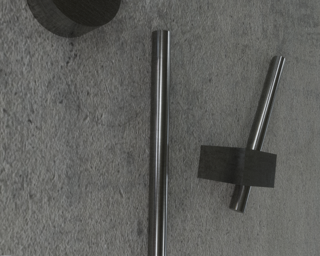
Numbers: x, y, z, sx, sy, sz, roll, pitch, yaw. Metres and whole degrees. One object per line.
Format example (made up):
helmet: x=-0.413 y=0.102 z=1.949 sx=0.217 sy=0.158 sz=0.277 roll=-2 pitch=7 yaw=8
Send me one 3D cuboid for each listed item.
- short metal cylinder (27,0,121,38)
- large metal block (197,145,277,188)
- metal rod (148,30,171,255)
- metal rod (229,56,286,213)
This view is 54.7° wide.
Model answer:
short metal cylinder: x=-0.087 y=-0.138 z=0.315 sx=0.081 sy=0.050 sz=0.079 roll=0 pitch=90 yaw=-40
large metal block: x=0.116 y=0.057 z=0.466 sx=0.081 sy=0.080 sz=0.050 roll=12 pitch=82 yaw=-40
metal rod: x=-0.001 y=0.025 z=0.403 sx=0.025 sy=0.025 sz=0.298 roll=2 pitch=89 yaw=-40
metal rod: x=0.178 y=0.003 z=0.553 sx=0.025 sy=0.025 sz=0.299 roll=33 pitch=70 yaw=-35
